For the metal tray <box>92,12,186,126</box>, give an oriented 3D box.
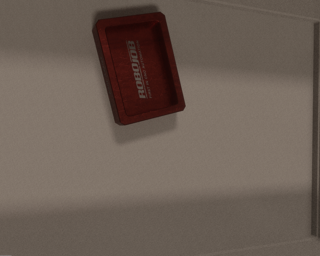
[{"bbox_3d":[-0.026,-0.076,0.398,0.091,0.030,0.129,-15,95,-20],"label":"metal tray"}]
